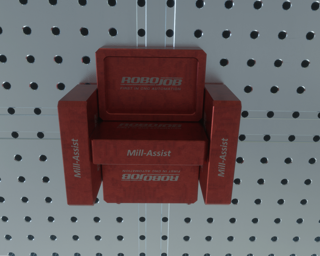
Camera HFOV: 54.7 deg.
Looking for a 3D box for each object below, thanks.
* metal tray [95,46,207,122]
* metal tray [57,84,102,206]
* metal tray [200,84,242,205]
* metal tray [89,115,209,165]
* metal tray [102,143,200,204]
[{"bbox_3d":[-0.011,-0.055,0.390,0.131,0.030,0.089,1,110,-1],"label":"metal tray"},{"bbox_3d":[-0.093,0.018,0.383,0.030,0.090,0.129,1,110,-1],"label":"metal tray"},{"bbox_3d":[0.069,0.018,0.386,0.030,0.090,0.129,1,110,-1],"label":"metal tray"},{"bbox_3d":[-0.012,0.012,0.381,0.131,0.090,0.030,1,110,-1],"label":"metal tray"},{"bbox_3d":[-0.013,0.059,0.431,0.131,0.030,0.089,1,110,-1],"label":"metal tray"}]
